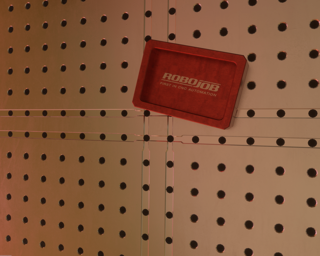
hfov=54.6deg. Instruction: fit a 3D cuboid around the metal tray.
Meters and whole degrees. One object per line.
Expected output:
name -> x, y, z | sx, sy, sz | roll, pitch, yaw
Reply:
metal tray -> 0.037, -0.056, 0.397 | 0.130, 0.030, 0.090 | 15, 95, 19
